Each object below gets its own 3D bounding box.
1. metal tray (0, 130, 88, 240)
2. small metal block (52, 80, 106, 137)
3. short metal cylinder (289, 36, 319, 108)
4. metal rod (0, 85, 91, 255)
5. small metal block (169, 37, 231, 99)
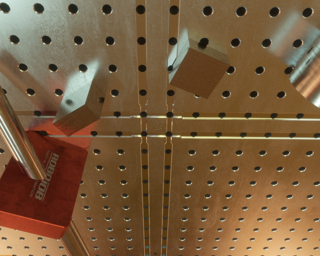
[{"bbox_3d":[-0.151,0.068,0.399,0.091,0.130,0.030,21,127,-17],"label":"metal tray"},{"bbox_3d":[-0.096,-0.024,0.374,0.050,0.050,0.025,-27,125,21],"label":"small metal block"},{"bbox_3d":[0.188,-0.055,0.330,0.081,0.080,0.050,18,128,-15],"label":"short metal cylinder"},{"bbox_3d":[-0.153,0.068,0.393,0.025,0.025,0.298,-15,111,12],"label":"metal rod"},{"bbox_3d":[0.044,-0.067,0.355,0.050,0.025,0.050,19,128,-16],"label":"small metal block"}]
